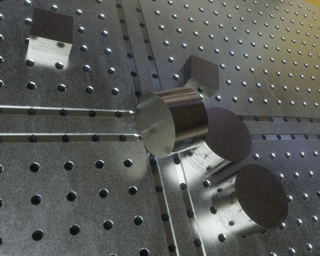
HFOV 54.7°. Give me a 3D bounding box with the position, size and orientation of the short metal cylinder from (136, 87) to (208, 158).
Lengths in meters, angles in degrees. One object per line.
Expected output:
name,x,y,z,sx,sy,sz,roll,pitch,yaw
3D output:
short metal cylinder,0.013,-0.008,0.385,0.050,0.080,0.080,-14,69,-34

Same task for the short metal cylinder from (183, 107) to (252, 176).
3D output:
short metal cylinder,0.076,0.018,0.422,0.081,0.050,0.080,14,56,-21

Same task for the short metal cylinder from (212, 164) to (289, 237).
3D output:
short metal cylinder,0.115,0.093,0.397,0.081,0.050,0.080,14,56,-21

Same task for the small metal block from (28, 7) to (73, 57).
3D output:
small metal block,-0.143,-0.126,0.408,0.050,0.025,0.050,7,59,-25

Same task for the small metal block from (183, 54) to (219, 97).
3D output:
small metal block,0.066,-0.083,0.494,0.050,0.025,0.050,18,55,-18
